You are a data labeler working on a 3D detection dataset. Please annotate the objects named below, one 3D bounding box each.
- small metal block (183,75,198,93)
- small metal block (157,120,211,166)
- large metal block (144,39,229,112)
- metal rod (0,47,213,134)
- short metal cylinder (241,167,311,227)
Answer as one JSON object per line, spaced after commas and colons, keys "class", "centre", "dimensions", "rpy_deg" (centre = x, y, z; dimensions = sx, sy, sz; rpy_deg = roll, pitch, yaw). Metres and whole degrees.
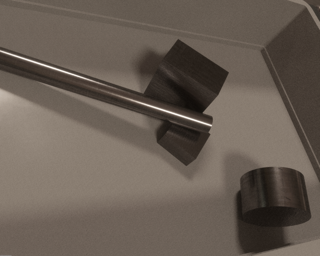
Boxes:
{"class": "small metal block", "centre": [0.040, -0.083, 0.463], "dimensions": [0.025, 0.050, 0.050], "rpy_deg": [-34, 81, -39]}
{"class": "small metal block", "centre": [0.033, 0.014, 0.416], "dimensions": [0.050, 0.025, 0.050], "rpy_deg": [39, 51, -2]}
{"class": "large metal block", "centre": [0.033, -0.058, 0.422], "dimensions": [0.080, 0.080, 0.050], "rpy_deg": [33, 51, -3]}
{"class": "metal rod", "centre": [-0.078, -0.047, 0.375], "dimensions": [0.302, 0.025, 0.025], "rpy_deg": [17, 55, -12]}
{"class": "short metal cylinder", "centre": [0.145, 0.090, 0.396], "dimensions": [0.081, 0.080, 0.050], "rpy_deg": [18, 55, -18]}
